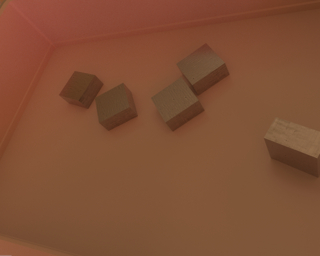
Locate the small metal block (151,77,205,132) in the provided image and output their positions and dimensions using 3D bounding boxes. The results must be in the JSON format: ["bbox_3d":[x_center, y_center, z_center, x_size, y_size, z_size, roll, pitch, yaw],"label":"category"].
[{"bbox_3d":[0.023,-0.032,0.412,0.050,0.025,0.050,-34,52,5],"label":"small metal block"}]

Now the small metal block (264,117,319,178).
[{"bbox_3d":[0.136,0.019,0.306,0.050,0.050,0.025,25,75,36],"label":"small metal block"}]

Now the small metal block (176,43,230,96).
[{"bbox_3d":[0.058,-0.081,0.424,0.050,0.025,0.050,-34,52,5],"label":"small metal block"}]

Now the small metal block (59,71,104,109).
[{"bbox_3d":[-0.130,-0.063,0.510,0.050,0.025,0.050,16,70,34],"label":"small metal block"}]

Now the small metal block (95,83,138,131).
[{"bbox_3d":[-0.065,-0.031,0.457,0.050,0.025,0.050,-26,53,11],"label":"small metal block"}]
